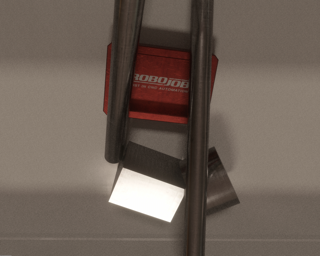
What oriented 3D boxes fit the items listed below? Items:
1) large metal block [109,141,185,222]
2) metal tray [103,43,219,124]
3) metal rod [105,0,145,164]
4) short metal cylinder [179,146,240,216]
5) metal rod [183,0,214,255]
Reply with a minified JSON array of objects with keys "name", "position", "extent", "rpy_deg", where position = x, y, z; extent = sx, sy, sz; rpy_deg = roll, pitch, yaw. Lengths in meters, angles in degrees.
[{"name":"large metal block","position":[-0.015,0.067,0.407],"extent":[0.080,0.080,0.050],"rpy_deg":[21,109,-8]},{"name":"metal tray","position":[-0.001,-0.056,0.388],"extent":[0.131,0.030,0.089],"rpy_deg":[7,110,-3]},{"name":"metal rod","position":[-0.038,-0.057,0.316],"extent":[0.025,0.025,0.298],"rpy_deg":[10,138,-4]},{"name":"short metal cylinder","position":[0.065,0.071,0.409],"extent":[0.050,0.080,0.080],"rpy_deg":[-25,109,8]},{"name":"metal rod","position":[0.044,0.006,0.354],"extent":[0.025,0.025,0.298],"rpy_deg":[1,94,-1]}]
